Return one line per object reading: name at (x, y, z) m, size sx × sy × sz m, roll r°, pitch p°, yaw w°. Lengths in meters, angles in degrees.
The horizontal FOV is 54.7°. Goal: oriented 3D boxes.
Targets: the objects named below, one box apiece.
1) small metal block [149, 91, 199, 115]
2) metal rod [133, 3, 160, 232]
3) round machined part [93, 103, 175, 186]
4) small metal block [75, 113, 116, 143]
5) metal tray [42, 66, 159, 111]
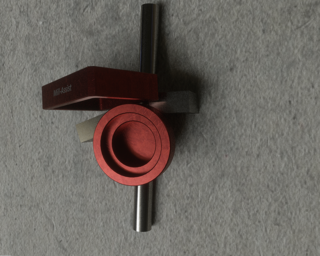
small metal block at (0.019, -0.030, 0.390) m, size 0.050 × 0.050 × 0.025 m, roll -2°, pitch 90°, yaw 19°
metal rod at (-0.018, -0.013, 0.416) m, size 0.025 × 0.025 × 0.298 m, roll 2°, pitch 91°, yaw 19°
round machined part at (-0.028, 0.018, 0.381) m, size 0.098 × 0.042 × 0.097 m, roll 1°, pitch 94°, yaw 17°
small metal block at (-0.077, -0.001, 0.423) m, size 0.050 × 0.050 × 0.025 m, roll -20°, pitch 84°, yaw 18°
metal tray at (-0.076, -0.043, 0.377) m, size 0.130 × 0.091 × 0.030 m, roll -5°, pitch 87°, yaw 49°
